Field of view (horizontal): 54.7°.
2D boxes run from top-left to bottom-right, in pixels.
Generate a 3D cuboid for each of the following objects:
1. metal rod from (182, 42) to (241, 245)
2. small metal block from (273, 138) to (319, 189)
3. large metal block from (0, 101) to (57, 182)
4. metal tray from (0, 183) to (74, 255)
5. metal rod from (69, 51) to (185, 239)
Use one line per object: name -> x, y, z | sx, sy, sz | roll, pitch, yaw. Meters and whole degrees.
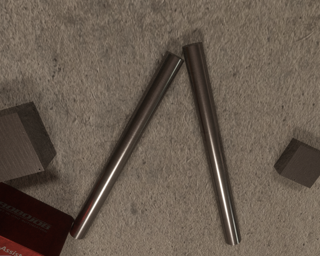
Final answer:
metal rod -> 0.075, 0.035, 0.423 | 0.025, 0.025, 0.298 | -14, 110, 4
small metal block -> 0.197, 0.049, 0.431 | 0.050, 0.025, 0.050 | 24, 108, -9
large metal block -> -0.195, 0.019, 0.401 | 0.080, 0.050, 0.080 | -15, 110, 5
metal tray -> -0.192, 0.131, 0.420 | 0.130, 0.090, 0.030 | 31, 107, -11
metal rod -> -0.053, 0.035, 0.421 | 0.025, 0.025, 0.298 | 27, 108, -10
